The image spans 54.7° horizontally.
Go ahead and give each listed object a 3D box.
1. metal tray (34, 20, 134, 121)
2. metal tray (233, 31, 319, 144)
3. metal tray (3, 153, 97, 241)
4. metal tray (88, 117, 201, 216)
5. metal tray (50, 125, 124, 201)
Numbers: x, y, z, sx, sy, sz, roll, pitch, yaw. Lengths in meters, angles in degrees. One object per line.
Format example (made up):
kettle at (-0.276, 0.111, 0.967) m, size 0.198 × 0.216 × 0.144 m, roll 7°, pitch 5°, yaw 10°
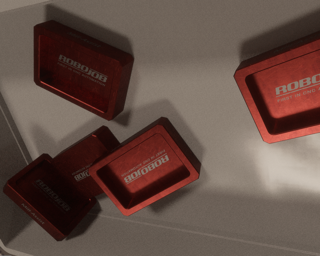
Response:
metal tray at (-0.105, -0.076, 0.411) m, size 0.130 × 0.030 × 0.089 m, roll 26°, pitch 127°, yaw 11°
metal tray at (0.150, -0.042, 0.299) m, size 0.130 × 0.030 × 0.090 m, roll -18°, pitch 109°, yaw 34°
metal tray at (-0.186, 0.117, 0.533) m, size 0.130 × 0.090 × 0.030 m, roll 44°, pitch 129°, yaw -3°
metal tray at (-0.021, 0.055, 0.425) m, size 0.130 × 0.030 × 0.090 m, roll -33°, pitch 101°, yaw 20°
metal tray at (-0.107, 0.060, 0.497) m, size 0.130 × 0.030 × 0.090 m, roll -28°, pitch 104°, yaw 37°
